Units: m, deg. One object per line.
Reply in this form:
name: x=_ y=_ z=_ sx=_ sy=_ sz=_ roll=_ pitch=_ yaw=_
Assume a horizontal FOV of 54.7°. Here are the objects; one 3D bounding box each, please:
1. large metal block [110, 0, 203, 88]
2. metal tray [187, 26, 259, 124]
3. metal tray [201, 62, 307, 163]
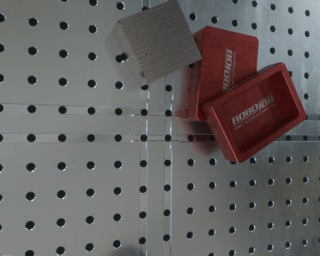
large metal block: x=-0.005 y=-0.106 z=0.397 sx=0.081 sy=0.050 sz=0.080 roll=-28 pitch=99 yaw=-18
metal tray: x=0.091 y=-0.071 z=0.443 sx=0.091 sy=0.030 sz=0.129 roll=6 pitch=88 yaw=-20
metal tray: x=0.131 y=-0.022 z=0.425 sx=0.131 sy=0.030 sz=0.090 roll=-30 pitch=100 yaw=-18
